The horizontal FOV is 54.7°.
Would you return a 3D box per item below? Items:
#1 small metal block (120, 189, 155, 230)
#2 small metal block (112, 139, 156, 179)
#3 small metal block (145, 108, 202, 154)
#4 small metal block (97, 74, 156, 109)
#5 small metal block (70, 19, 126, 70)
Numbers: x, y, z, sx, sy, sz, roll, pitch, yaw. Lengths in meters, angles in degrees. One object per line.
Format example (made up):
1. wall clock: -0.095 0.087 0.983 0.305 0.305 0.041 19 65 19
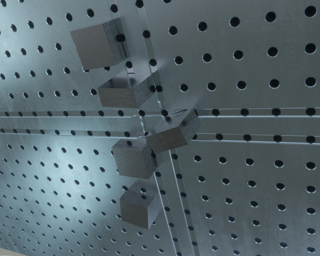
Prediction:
1. small metal block: -0.037 0.135 0.512 0.050 0.025 0.050 13 124 21
2. small metal block: -0.038 0.046 0.458 0.050 0.025 0.050 3 120 26
3. small metal block: 0.017 0.003 0.387 0.050 0.050 0.025 -19 109 35
4. small metal block: -0.040 -0.047 0.386 0.050 0.050 0.025 5 120 25
5. small metal block: -0.077 -0.103 0.386 0.050 0.025 0.050 -2 118 29
